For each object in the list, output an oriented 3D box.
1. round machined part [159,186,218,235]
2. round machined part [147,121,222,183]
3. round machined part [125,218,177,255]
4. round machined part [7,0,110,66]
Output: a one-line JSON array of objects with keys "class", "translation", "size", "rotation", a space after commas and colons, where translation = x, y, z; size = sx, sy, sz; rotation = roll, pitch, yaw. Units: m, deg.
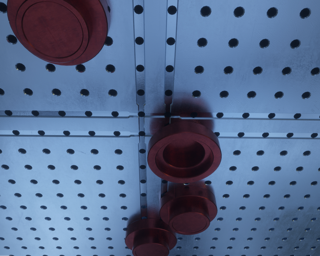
[{"class": "round machined part", "translation": [0.048, 0.145, 0.525], "size": [0.099, 0.042, 0.097], "rotation": [-1, 130, 0]}, {"class": "round machined part", "translation": [0.032, 0.029, 0.426], "size": [0.099, 0.042, 0.097], "rotation": [-1, 130, 0]}, {"class": "round machined part", "translation": [-0.017, 0.216, 0.585], "size": [0.099, 0.042, 0.097], "rotation": [-1, 130, 0]}, {"class": "round machined part", "translation": [-0.102, -0.105, 0.310], "size": [0.099, 0.042, 0.097], "rotation": [-1, 130, 0]}]
